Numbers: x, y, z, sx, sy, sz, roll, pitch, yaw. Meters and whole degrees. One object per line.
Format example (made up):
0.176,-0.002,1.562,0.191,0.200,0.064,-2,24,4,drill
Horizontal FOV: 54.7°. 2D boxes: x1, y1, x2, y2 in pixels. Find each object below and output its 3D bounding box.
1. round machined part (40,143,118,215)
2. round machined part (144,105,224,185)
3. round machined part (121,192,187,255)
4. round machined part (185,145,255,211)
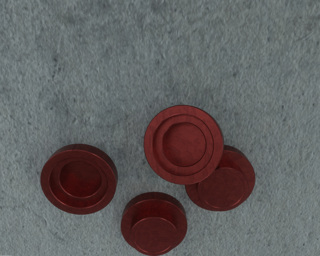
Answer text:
-0.107,0.065,0.423,0.099,0.042,0.097,0,110,-1,round machined part
0.032,0.020,0.396,0.098,0.042,0.097,0,91,15,round machined part
-0.009,0.147,0.455,0.099,0.042,0.097,0,110,-1,round machined part
0.084,0.076,0.430,0.099,0.042,0.097,0,110,-1,round machined part
